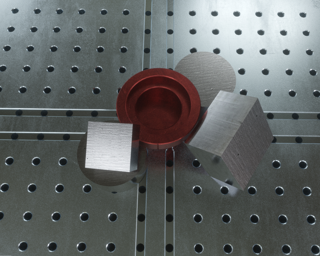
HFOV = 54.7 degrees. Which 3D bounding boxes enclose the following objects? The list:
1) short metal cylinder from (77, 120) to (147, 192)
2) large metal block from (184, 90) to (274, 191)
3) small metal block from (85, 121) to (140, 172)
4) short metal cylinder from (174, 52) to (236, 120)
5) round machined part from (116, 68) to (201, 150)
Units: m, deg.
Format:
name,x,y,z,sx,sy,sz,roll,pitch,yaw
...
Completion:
name,x,y,z,sx,sy,sz,roll,pitch,yaw
short metal cylinder,-0.056,0.036,0.384,0.081,0.050,0.080,0,70,0
large metal block,0.086,0.015,0.371,0.050,0.080,0.080,20,67,43
small metal block,-0.051,0.019,0.338,0.050,0.025,0.050,4,89,14
short metal cylinder,0.057,-0.055,0.419,0.081,0.050,0.080,0,70,0
round machined part,-0.002,-0.020,0.379,0.099,0.042,0.098,0,70,0
